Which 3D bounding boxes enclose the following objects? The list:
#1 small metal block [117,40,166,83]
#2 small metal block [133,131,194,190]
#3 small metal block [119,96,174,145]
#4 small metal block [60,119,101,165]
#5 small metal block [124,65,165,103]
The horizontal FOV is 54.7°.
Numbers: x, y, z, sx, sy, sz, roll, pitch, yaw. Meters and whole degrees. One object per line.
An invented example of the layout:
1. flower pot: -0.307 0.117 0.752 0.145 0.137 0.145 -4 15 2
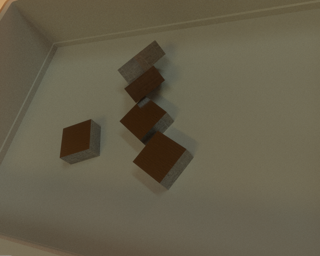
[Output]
1. small metal block: -0.027 -0.097 0.455 0.050 0.025 0.050 -47 15 -33
2. small metal block: 0.004 0.039 0.380 0.050 0.025 0.050 32 80 38
3. small metal block: -0.018 -0.009 0.421 0.050 0.025 0.050 -47 51 -5
4. small metal block: -0.116 0.020 0.454 0.050 0.025 0.050 -17 55 18
5. small metal block: -0.023 -0.064 0.440 0.050 0.025 0.050 -38 13 2
